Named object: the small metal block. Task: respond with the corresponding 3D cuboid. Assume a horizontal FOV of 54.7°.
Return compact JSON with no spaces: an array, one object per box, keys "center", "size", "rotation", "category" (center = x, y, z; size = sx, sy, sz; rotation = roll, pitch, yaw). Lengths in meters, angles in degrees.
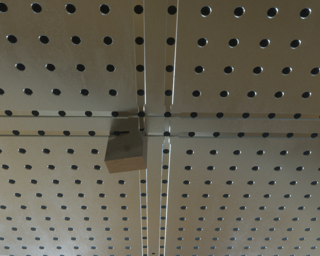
[{"center":[-0.045,0.032,0.422],"size":[0.050,0.050,0.025],"rotation":[-8,130,6],"category":"small metal block"}]
